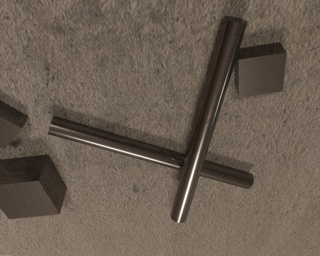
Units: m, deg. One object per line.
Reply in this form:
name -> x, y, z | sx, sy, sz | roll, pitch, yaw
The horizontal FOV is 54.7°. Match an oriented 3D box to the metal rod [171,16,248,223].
metal rod -> 0.053, 0.013, 0.395 | 0.025, 0.025, 0.298 | 7, 123, -6

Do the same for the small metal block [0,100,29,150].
small metal block -> -0.209, -0.006, 0.399 | 0.050, 0.025, 0.050 | 35, 122, -27

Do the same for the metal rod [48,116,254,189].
metal rod -> -0.002, 0.039, 0.440 | 0.302, 0.025, 0.025 | 17, 128, -15

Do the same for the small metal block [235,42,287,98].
small metal block -> 0.113, -0.066, 0.353 | 0.050, 0.025, 0.050 | -8, 130, 6

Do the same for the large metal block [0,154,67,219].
large metal block -> -0.197, 0.089, 0.464 | 0.080, 0.050, 0.080 | -7, 130, 5
